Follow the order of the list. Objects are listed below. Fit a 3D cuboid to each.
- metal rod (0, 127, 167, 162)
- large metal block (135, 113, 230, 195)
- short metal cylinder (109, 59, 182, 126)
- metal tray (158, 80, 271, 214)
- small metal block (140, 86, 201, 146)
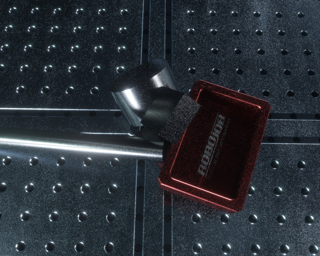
[{"bbox_3d":[-0.141,0.015,0.373,0.301,0.025,0.025,4,70,13],"label":"metal rod"},{"bbox_3d":[0.026,0.024,0.388,0.080,0.050,0.080,-34,74,-12],"label":"large metal block"},{"bbox_3d":[-0.017,-0.046,0.393,0.080,0.080,0.050,-33,116,-12],"label":"short metal cylinder"},{"bbox_3d":[0.062,0.019,0.347,0.090,0.030,0.130,19,71,7],"label":"metal tray"},{"bbox_3d":[0.010,-0.015,0.340,0.025,0.050,0.050,33,90,-30],"label":"small metal block"}]
